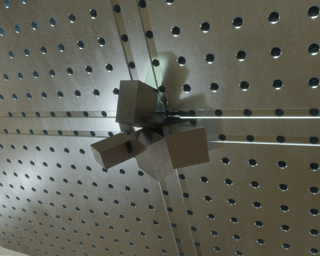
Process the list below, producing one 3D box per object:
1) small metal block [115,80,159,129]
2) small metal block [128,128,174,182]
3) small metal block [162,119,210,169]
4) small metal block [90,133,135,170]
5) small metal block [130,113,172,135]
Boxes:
[{"bbox_3d":[-0.027,-0.028,0.379,0.025,0.050,0.050,3,84,27],"label":"small metal block"},{"bbox_3d":[-0.011,0.032,0.390,0.050,0.025,0.050,26,137,55],"label":"small metal block"},{"bbox_3d":[0.033,0.021,0.393,0.050,0.025,0.050,-12,116,-1],"label":"small metal block"},{"bbox_3d":[-0.064,0.031,0.435,0.050,0.050,0.025,19,129,61],"label":"small metal block"},{"bbox_3d":[-0.009,0.008,0.422,0.050,0.025,0.050,3,120,27],"label":"small metal block"}]
